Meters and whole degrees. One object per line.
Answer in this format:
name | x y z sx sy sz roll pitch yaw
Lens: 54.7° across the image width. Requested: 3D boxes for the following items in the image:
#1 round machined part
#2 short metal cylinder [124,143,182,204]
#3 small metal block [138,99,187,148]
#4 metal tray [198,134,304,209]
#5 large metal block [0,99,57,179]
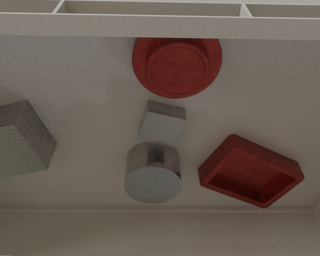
round machined part | 0.019 -0.071 0.338 0.099 0.042 0.097 -1 130 0
short metal cylinder | -0.010 0.065 0.448 0.081 0.050 0.079 0 130 0
small metal block | 0.002 -0.005 0.405 0.050 0.025 0.050 13 129 -11
metal tray | 0.135 0.069 0.466 0.131 0.030 0.089 22 126 -19
large metal block | -0.196 0.017 0.404 0.080 0.050 0.080 -12 129 9
